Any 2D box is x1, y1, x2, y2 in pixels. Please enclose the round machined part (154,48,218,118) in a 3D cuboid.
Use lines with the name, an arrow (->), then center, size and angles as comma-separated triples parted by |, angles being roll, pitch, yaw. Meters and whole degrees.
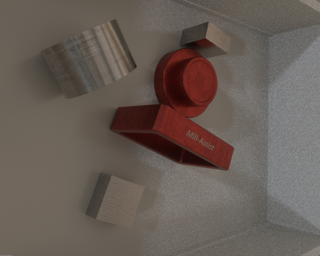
round machined part -> 0.043, -0.063, 0.434 | 0.099, 0.042, 0.097 | 0, 90, -40

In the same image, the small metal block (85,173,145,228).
small metal block -> -0.052, 0.085, 0.365 | 0.050, 0.025, 0.050 | 29, 72, -37

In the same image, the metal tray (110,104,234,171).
metal tray -> 0.017, 0.014, 0.380 | 0.131, 0.090, 0.030 | 29, 72, -37

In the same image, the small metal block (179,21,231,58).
small metal block -> 0.065, -0.125, 0.447 | 0.050, 0.050, 0.025 | 20, 78, -39

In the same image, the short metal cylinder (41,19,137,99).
short metal cylinder -> -0.070, -0.070, 0.313 | 0.080, 0.080, 0.050 | -37, 113, -34
